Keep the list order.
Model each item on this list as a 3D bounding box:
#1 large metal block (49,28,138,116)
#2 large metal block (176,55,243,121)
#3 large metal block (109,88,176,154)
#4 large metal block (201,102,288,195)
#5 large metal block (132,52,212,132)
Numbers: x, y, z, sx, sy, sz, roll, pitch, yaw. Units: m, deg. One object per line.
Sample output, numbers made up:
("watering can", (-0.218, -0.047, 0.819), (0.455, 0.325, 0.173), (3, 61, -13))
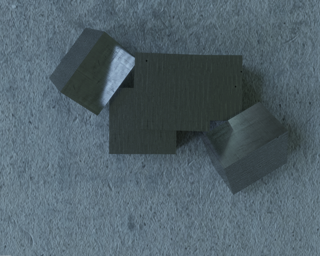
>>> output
("large metal block", (-0.083, -0.071, 0.376), (0.050, 0.080, 0.080), (36, 90, -33))
("large metal block", (0.060, -0.049, 0.400), (0.081, 0.050, 0.079), (0, 90, -1))
("large metal block", (-0.021, -0.009, 0.396), (0.081, 0.050, 0.079), (0, 90, -1))
("large metal block", (0.105, 0.027, 0.378), (0.080, 0.080, 0.050), (-31, 52, 0))
("large metal block", (0.013, -0.038, 0.347), (0.081, 0.050, 0.079), (2, 90, -1))
